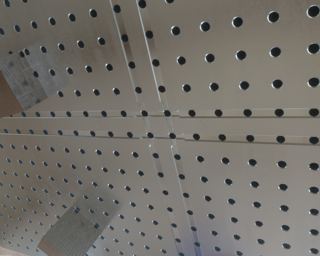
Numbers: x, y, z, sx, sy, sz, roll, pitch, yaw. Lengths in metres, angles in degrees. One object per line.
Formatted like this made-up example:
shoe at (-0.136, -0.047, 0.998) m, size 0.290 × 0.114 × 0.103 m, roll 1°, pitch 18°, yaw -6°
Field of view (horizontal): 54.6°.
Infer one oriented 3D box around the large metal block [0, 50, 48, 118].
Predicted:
large metal block at (-0.236, -0.065, 0.481) m, size 0.080 × 0.050 × 0.080 m, roll -10°, pitch 113°, yaw 32°

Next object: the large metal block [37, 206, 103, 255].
large metal block at (-0.173, 0.215, 0.601) m, size 0.080 × 0.080 × 0.050 m, roll 38°, pitch 129°, yaw 2°
